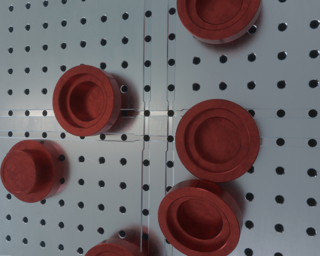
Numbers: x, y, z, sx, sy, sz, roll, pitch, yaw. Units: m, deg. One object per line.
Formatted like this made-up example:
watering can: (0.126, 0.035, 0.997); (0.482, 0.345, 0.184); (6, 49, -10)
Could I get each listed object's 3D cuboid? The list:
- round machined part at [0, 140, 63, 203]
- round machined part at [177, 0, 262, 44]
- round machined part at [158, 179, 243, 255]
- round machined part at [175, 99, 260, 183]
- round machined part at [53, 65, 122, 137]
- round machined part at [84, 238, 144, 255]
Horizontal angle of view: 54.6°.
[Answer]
round machined part: (-0.203, 0.067, 0.476); (0.098, 0.042, 0.097); (0, 90, 20)
round machined part: (0.073, -0.151, 0.378); (0.098, 0.042, 0.097); (0, 90, 20)
round machined part: (0.050, 0.106, 0.376); (0.098, 0.042, 0.097); (8, 111, 21)
round machined part: (0.071, 0.015, 0.379); (0.098, 0.042, 0.097); (0, 90, 20)
round machined part: (-0.098, -0.037, 0.439); (0.098, 0.042, 0.097); (0, 90, 20)
round machined part: (-0.057, 0.199, 0.424); (0.098, 0.042, 0.097); (0, 90, 20)
